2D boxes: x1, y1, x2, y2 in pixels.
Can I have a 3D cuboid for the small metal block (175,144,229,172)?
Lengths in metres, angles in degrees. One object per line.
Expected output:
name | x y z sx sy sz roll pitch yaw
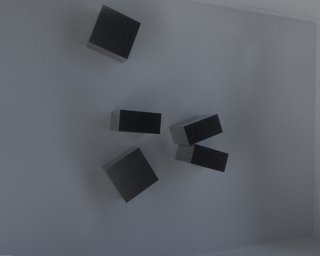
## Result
small metal block | 0.055 0.039 0.417 0.050 0.050 0.025 17 85 -19

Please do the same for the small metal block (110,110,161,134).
small metal block | -0.031 -0.007 0.386 0.050 0.050 0.025 4 89 -20

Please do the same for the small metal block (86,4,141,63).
small metal block | -0.058 -0.117 0.389 0.050 0.025 0.050 21 83 -19

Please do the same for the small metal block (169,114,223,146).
small metal block | 0.047 0.002 0.414 0.050 0.050 0.025 -20 97 -19

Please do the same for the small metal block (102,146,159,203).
small metal block | -0.038 0.058 0.396 0.050 0.025 0.050 -34 101 -17
